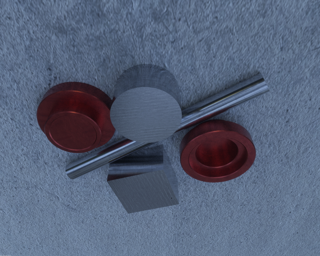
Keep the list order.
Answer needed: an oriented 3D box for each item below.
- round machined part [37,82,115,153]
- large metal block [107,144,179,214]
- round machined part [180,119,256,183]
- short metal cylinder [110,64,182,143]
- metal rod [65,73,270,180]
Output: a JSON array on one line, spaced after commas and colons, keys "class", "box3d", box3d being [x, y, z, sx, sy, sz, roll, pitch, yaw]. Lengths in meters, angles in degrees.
[{"class": "round machined part", "box3d": [-0.105, -0.006, 0.391, 0.099, 0.042, 0.097, 0, 130, 0]}, {"class": "large metal block", "box3d": [-0.022, 0.076, 0.458, 0.080, 0.050, 0.080, -13, 129, 11]}, {"class": "round machined part", "box3d": [0.076, 0.027, 0.421, 0.099, 0.042, 0.097, 0, 130, 0]}, {"class": "short metal cylinder", "box3d": [-0.016, -0.029, 0.367, 0.081, 0.050, 0.079, 0, 130, 0]}, {"class": "metal rod", "box3d": [-0.004, 0.006, 0.414, 0.300, 0.025, 0.025, -25, 126, 19]}]
